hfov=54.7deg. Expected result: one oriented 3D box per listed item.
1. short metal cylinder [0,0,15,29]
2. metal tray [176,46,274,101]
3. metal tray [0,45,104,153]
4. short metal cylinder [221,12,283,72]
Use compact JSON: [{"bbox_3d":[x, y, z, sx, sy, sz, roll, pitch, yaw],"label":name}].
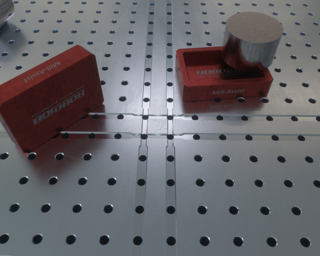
[{"bbox_3d":[-0.311,-0.215,0.550,0.080,0.080,0.050,11,51,9],"label":"short metal cylinder"},{"bbox_3d":[0.094,-0.087,0.477,0.131,0.030,0.090,-4,50,-4],"label":"metal tray"},{"bbox_3d":[-0.137,-0.037,0.395,0.030,0.089,0.131,36,59,26],"label":"metal tray"},{"bbox_3d":[0.135,-0.129,0.461,0.081,0.050,0.080,0,50,0],"label":"short metal cylinder"}]
